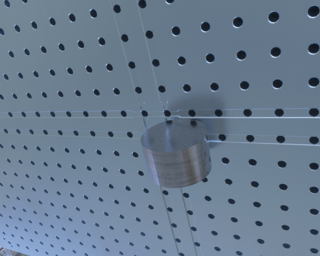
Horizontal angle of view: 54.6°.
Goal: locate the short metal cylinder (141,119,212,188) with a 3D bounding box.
[{"bbox_3d":[0.021,0.029,0.383,0.080,0.080,0.050,3,120,27],"label":"short metal cylinder"}]
